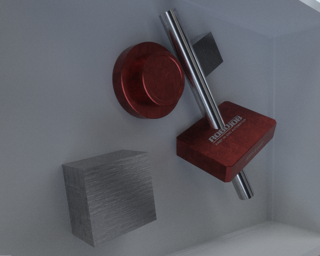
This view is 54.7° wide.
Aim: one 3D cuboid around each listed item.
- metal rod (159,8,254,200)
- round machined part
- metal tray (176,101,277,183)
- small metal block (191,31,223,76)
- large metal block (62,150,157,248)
[{"bbox_3d":[0.073,-0.024,0.448,0.025,0.025,0.299,-37,109,-34],"label":"metal rod"},{"bbox_3d":[-0.007,-0.060,0.392,0.099,0.042,0.097,0,90,-40],"label":"round machined part"},{"bbox_3d":[0.097,0.013,0.451,0.131,0.090,0.030,-35,138,-35],"label":"metal tray"},{"bbox_3d":[0.062,-0.108,0.461,0.050,0.025,0.050,-43,116,-32],"label":"small metal block"},{"bbox_3d":[-0.055,0.073,0.346,0.081,0.050,0.079,-12,98,-40],"label":"large metal block"}]
